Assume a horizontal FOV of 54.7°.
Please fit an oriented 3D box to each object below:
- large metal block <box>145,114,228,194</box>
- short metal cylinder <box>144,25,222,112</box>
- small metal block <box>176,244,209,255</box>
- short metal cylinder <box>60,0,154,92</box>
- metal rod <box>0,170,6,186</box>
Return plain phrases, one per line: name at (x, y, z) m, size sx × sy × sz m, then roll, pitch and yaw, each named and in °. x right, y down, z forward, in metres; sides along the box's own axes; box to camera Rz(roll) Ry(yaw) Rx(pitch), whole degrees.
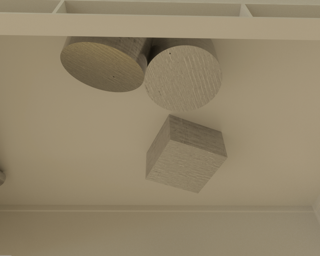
large metal block at (0.033, 0.037, 0.425) m, size 0.081 × 0.050 × 0.079 m, roll 18°, pitch 128°, yaw -15°
short metal cylinder at (0.024, -0.064, 0.338) m, size 0.081 × 0.050 × 0.079 m, roll -1°, pitch 131°, yaw -1°
small metal block at (0.066, 0.268, 0.641) m, size 0.050 × 0.025 × 0.050 m, roll 18°, pitch 128°, yaw -15°
short metal cylinder at (-0.050, -0.078, 0.305) m, size 0.080 × 0.050 × 0.080 m, roll 9°, pitch 156°, yaw 4°
metal rod at (-0.263, 0.011, 0.342) m, size 0.025 × 0.025 × 0.299 m, roll -5°, pitch 153°, yaw 4°
